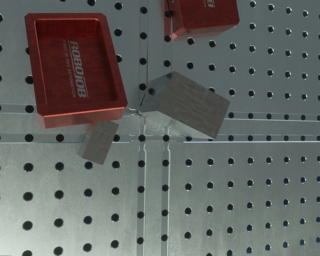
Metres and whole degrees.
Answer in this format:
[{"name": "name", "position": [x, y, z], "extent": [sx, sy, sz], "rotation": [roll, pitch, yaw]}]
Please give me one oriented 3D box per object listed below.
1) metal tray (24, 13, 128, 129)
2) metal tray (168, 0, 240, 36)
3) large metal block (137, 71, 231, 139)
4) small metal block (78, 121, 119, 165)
[{"name": "metal tray", "position": [-0.095, -0.069, 0.348], "extent": [0.091, 0.030, 0.130], "rotation": [-8, 69, -20]}, {"name": "metal tray", "position": [0.055, -0.201, 0.431], "extent": [0.091, 0.030, 0.129], "rotation": [-13, 94, -20]}, {"name": "large metal block", "position": [0.027, -0.026, 0.395], "extent": [0.080, 0.080, 0.050], "rotation": [26, 82, -19]}, {"name": "small metal block", "position": [-0.075, 0.014, 0.372], "extent": [0.025, 0.050, 0.050], "rotation": [23, 82, -19]}]
